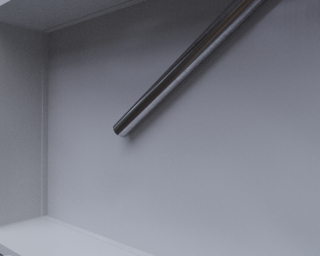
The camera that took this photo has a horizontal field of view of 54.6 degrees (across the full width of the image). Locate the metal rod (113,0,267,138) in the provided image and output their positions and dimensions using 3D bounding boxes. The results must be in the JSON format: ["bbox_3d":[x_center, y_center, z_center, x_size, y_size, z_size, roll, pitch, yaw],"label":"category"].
[{"bbox_3d":[0.036,-0.081,0.377,0.299,0.025,0.025,-42,65,32],"label":"metal rod"}]
